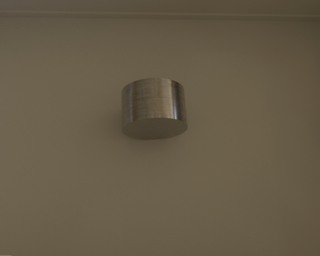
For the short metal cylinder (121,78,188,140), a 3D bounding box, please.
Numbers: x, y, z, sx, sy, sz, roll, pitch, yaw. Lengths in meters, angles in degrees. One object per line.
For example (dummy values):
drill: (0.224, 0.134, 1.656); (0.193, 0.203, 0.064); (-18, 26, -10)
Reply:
short metal cylinder: (-0.008, -0.021, 0.388); (0.080, 0.080, 0.050); (-3, 70, -1)
